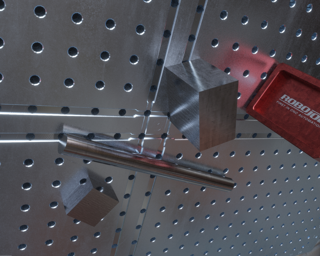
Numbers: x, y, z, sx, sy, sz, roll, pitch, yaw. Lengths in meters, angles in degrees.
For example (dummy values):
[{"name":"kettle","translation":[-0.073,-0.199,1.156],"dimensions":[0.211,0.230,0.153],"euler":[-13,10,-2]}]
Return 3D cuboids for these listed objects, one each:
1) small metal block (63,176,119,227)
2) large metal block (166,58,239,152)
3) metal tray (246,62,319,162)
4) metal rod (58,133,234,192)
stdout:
[{"name":"small metal block","translation":[-0.093,0.101,0.423],"dimensions":[0.050,0.025,0.050],"euler":[-45,129,3]},{"name":"large metal block","translation":[0.050,-0.031,0.383],"dimensions":[0.050,0.080,0.079],"euler":[-18,126,-18]},{"name":"metal tray","translation":[0.197,-0.025,0.433],"dimensions":[0.030,0.130,0.090],"euler":[21,107,-45]},{"name":"metal rod","translation":[0.003,0.058,0.448],"dimensions":[0.302,0.025,0.025],"euler":[19,108,-36]}]
